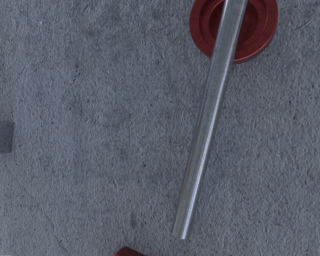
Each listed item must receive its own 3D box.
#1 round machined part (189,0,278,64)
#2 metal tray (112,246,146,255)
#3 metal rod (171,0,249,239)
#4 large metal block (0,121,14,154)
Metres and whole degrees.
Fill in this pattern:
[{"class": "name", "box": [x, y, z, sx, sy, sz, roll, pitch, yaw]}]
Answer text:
[{"class": "round machined part", "box": [0.088, -0.124, 0.369, 0.098, 0.042, 0.097, 0, 90, 19]}, {"class": "metal tray", "box": [-0.011, 0.227, 0.409, 0.130, 0.030, 0.089, 18, 96, 18]}, {"class": "metal rod", "box": [0.054, -0.005, 0.359, 0.025, 0.025, 0.298, 17, 107, 19]}, {"class": "large metal block", "box": [-0.291, 0.012, 0.480, 0.080, 0.080, 0.050, 5, 92, 19]}]
